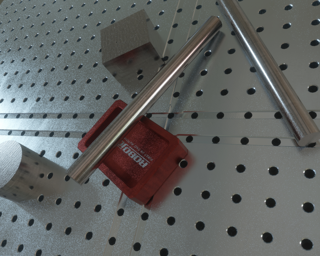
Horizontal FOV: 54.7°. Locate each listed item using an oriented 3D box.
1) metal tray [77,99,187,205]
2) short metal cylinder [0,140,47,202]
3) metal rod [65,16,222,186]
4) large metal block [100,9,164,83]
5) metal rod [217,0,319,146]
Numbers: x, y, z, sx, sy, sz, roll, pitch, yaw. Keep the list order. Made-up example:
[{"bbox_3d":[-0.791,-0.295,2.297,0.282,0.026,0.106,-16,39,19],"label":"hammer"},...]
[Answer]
[{"bbox_3d":[-0.040,0.026,0.408,0.130,0.030,0.090,34,80,38],"label":"metal tray"},{"bbox_3d":[-0.220,0.065,0.465,0.080,0.050,0.080,-13,56,20],"label":"short metal cylinder"},{"bbox_3d":[-0.009,-0.049,0.409,0.025,0.025,0.301,24,65,36],"label":"metal rod"},{"bbox_3d":[-0.046,-0.130,0.494,0.080,0.050,0.080,-21,54,15],"label":"large metal block"},{"bbox_3d":[0.124,-0.106,0.407,0.025,0.025,0.299,-24,53,13],"label":"metal rod"}]
